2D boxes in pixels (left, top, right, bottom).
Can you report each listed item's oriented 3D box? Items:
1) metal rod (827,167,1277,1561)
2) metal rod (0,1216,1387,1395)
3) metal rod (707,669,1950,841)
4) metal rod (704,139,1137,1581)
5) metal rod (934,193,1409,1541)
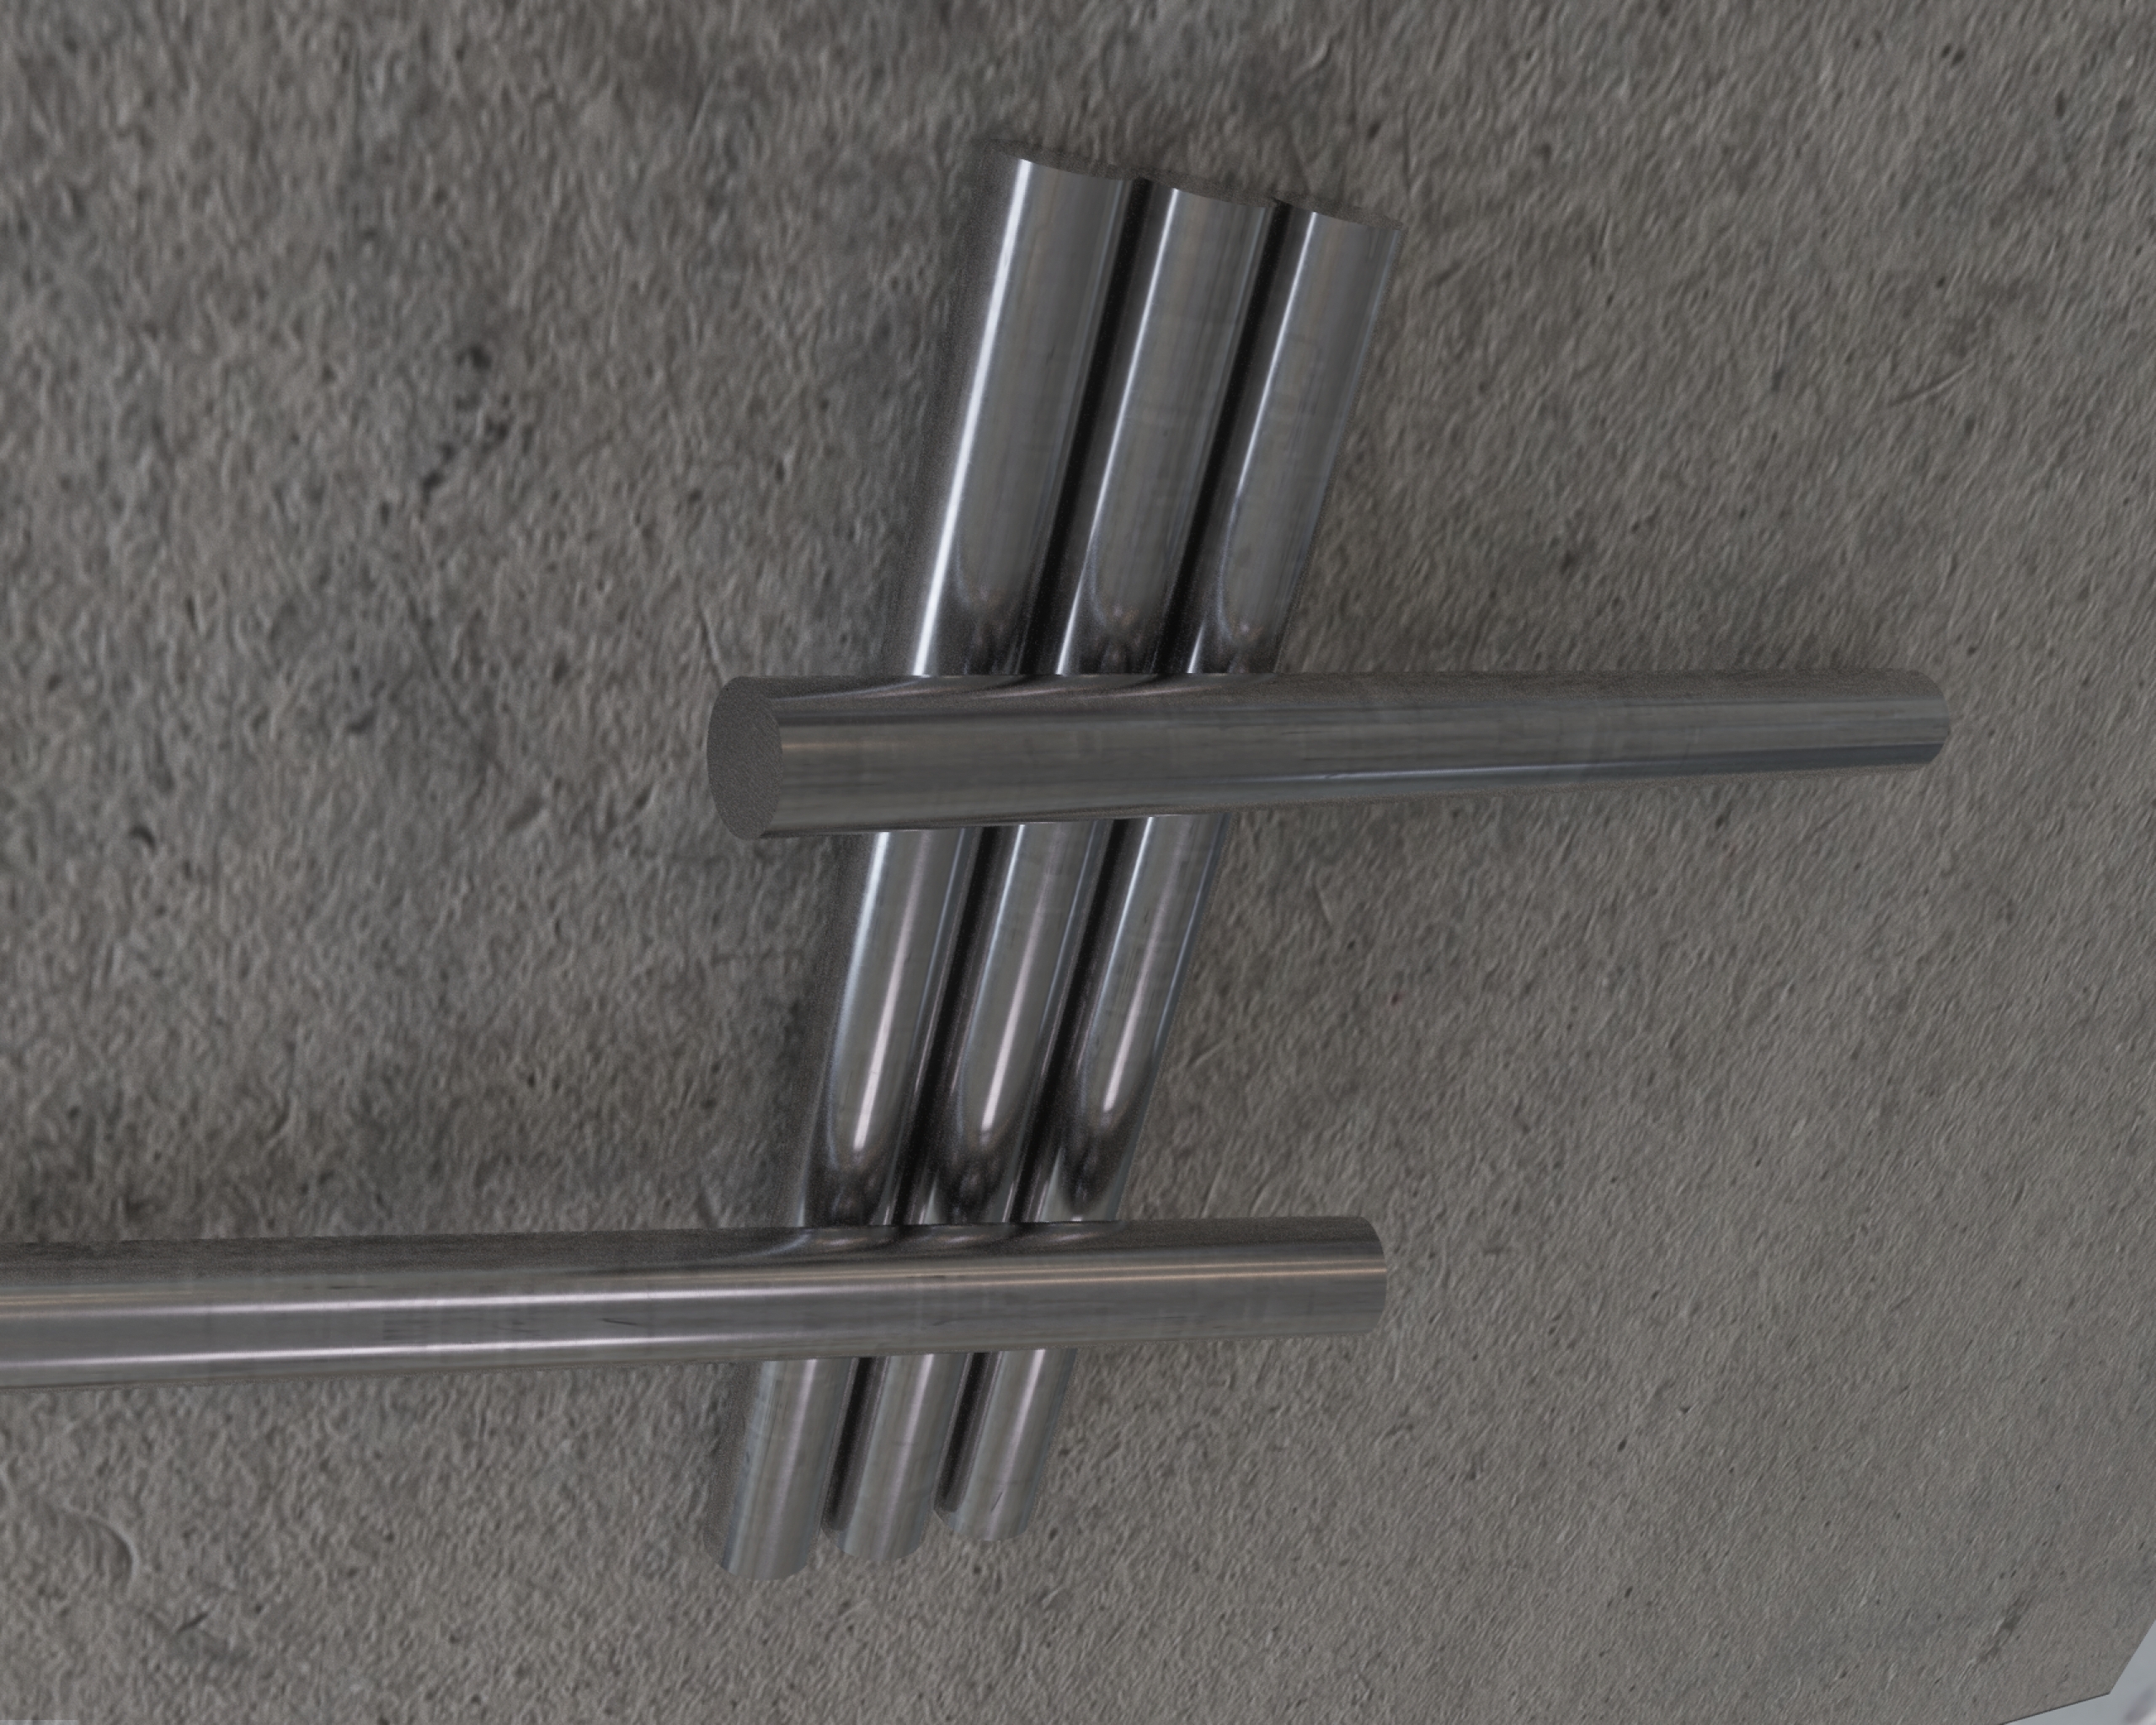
[{"bbox_3d":[-0.013,0.018,0.410,0.025,0.025,0.298,0,119,-29],"label":"metal rod"},{"bbox_3d":[-0.082,0.080,0.385,0.302,0.025,0.025,3,118,-21],"label":"metal rod"},{"bbox_3d":[0.072,-0.025,0.404,0.303,0.025,0.025,-4,121,-36],"label":"metal rod"},{"bbox_3d":[-0.036,0.018,0.397,0.025,0.025,0.298,0,119,-29],"label":"metal rod"},{"bbox_3d":[0.012,0.018,0.423,0.025,0.025,0.298,0,119,-29],"label":"metal rod"}]
